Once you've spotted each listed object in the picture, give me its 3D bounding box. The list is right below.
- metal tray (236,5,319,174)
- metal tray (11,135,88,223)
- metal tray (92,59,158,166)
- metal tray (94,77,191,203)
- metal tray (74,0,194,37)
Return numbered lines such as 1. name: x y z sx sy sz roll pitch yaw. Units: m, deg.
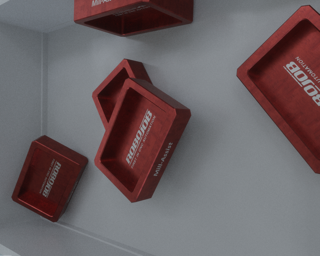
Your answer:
1. metal tray: 0.144 -0.035 0.284 0.090 0.030 0.130 -46 63 30
2. metal tray: -0.190 0.088 0.530 0.090 0.030 0.129 28 111 1
3. metal tray: -0.040 -0.020 0.436 0.090 0.030 0.130 -39 67 33
4. metal tray: -0.027 0.014 0.385 0.090 0.030 0.129 37 113 33
5. metal tray: -0.035 -0.149 0.393 0.130 0.091 0.030 3 92 40
